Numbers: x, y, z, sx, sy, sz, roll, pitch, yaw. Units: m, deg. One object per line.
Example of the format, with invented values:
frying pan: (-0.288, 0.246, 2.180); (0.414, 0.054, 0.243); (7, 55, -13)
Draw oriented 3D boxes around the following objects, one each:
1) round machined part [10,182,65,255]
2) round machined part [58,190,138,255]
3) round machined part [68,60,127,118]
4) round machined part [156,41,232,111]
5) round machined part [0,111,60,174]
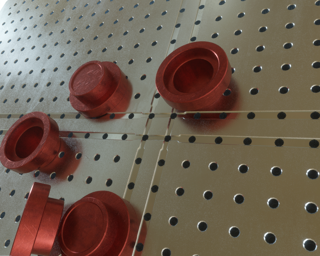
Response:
round machined part: (-0.149, 0.119, 0.382); (0.098, 0.042, 0.098); (-162, 89, -73)
round machined part: (-0.079, 0.121, 0.366); (0.098, 0.042, 0.098); (-13, 56, 21)
round machined part: (-0.106, -0.069, 0.497); (0.098, 0.042, 0.098); (-13, 56, 21)
round machined part: (0.047, -0.064, 0.413); (0.098, 0.042, 0.098); (-13, 56, 21)
round machined part: (-0.197, 0.026, 0.487); (0.098, 0.042, 0.098); (-13, 56, 21)
